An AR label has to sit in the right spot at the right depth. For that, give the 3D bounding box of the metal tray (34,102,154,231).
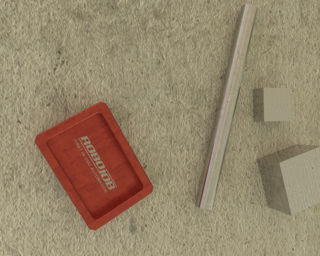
[{"bbox_3d":[-0.078,0.045,0.378,0.091,0.030,0.130,-32,101,-18],"label":"metal tray"}]

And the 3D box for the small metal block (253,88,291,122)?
[{"bbox_3d":[0.172,-0.035,0.474,0.050,0.025,0.050,-1,91,-21],"label":"small metal block"}]

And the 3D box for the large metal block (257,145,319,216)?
[{"bbox_3d":[0.205,0.076,0.474,0.081,0.050,0.080,-17,96,-20],"label":"large metal block"}]

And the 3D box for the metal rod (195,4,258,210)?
[{"bbox_3d":[0.097,-0.033,0.446,0.025,0.025,0.299,16,85,-20],"label":"metal rod"}]
